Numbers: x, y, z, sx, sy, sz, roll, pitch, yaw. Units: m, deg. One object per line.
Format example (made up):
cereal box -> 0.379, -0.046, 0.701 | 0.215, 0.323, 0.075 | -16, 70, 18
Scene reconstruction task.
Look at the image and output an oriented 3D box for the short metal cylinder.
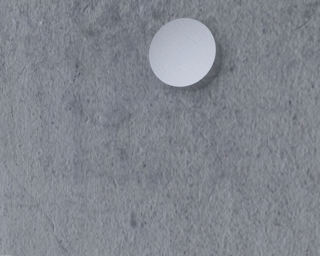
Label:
short metal cylinder -> 0.033, -0.088, 0.383 | 0.080, 0.050, 0.079 | 0, 90, 19
